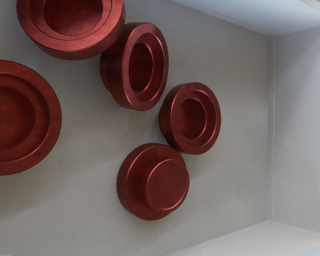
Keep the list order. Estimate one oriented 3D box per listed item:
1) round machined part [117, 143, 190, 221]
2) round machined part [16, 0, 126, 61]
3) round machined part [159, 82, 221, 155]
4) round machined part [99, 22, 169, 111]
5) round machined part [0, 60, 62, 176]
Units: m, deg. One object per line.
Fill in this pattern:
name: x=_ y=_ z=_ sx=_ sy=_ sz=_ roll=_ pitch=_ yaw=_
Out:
round machined part: x=-0.001 y=0.069 z=0.391 sx=0.099 sy=0.042 sz=0.097 roll=-5 pitch=97 yaw=-37
round machined part: x=-0.083 y=-0.112 z=0.306 sx=0.099 sy=0.042 sz=0.098 roll=0 pitch=79 yaw=-1
round machined part: x=0.037 y=-0.013 z=0.429 sx=0.099 sy=0.042 sz=0.097 roll=0 pitch=90 yaw=-40
round machined part: x=-0.031 y=-0.070 z=0.356 sx=0.099 sy=0.042 sz=0.097 roll=-29 pitch=124 yaw=-56
round machined part: x=-0.143 y=-0.009 z=0.276 sx=0.099 sy=0.042 sz=0.097 roll=0 pitch=90 yaw=-40
